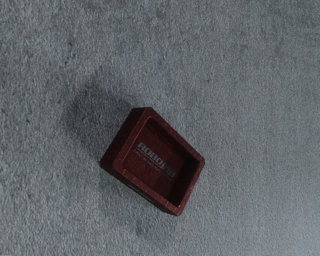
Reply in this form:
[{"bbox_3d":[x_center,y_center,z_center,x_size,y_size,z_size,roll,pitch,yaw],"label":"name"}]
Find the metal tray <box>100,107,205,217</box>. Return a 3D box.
[{"bbox_3d":[-0.003,0.045,0.402,0.130,0.030,0.090,43,64,-32],"label":"metal tray"}]
